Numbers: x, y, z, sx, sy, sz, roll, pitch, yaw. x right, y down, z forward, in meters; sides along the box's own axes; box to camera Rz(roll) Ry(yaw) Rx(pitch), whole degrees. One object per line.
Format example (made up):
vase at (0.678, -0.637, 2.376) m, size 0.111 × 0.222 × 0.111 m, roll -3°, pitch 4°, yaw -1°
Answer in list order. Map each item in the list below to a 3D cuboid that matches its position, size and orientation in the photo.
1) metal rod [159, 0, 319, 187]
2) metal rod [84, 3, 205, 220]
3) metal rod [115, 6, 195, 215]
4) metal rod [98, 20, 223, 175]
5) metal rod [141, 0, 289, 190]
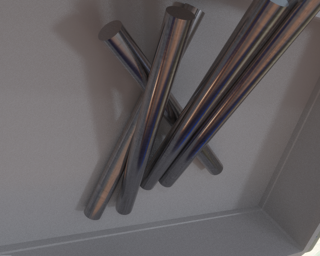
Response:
metal rod at (0.065, -0.016, 0.348) m, size 0.025 × 0.025 × 0.298 m, roll 0°, pitch 142°, yaw -29°
metal rod at (-0.027, -0.007, 0.388) m, size 0.025 × 0.025 × 0.298 m, roll 16°, pitch 110°, yaw -35°
metal rod at (-0.018, 0.011, 0.354) m, size 0.025 × 0.025 × 0.298 m, roll -7°, pitch 138°, yaw -25°
metal rod at (0.022, -0.011, 0.387) m, size 0.025 × 0.025 × 0.300 m, roll -41°, pitch 138°, yaw 0°
metal rod at (0.034, -0.011, 0.343) m, size 0.025 × 0.025 × 0.298 m, roll -2°, pitch 144°, yaw -28°
